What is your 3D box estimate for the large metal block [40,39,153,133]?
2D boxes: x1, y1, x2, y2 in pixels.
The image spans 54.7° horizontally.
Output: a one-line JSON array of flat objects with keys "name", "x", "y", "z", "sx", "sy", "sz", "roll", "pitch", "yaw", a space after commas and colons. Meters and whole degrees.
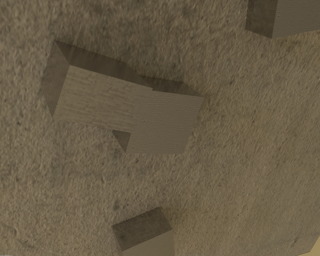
[{"name": "large metal block", "x": -0.066, "y": -0.042, "z": 0.310, "sx": 0.081, "sy": 0.080, "sz": 0.050, "roll": 11, "pitch": 113, "yaw": -34}]

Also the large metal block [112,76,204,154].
[{"name": "large metal block", "x": -0.004, "y": -0.015, "z": 0.380, "sx": 0.081, "sy": 0.050, "sz": 0.079, "roll": 4, "pitch": 117, "yaw": -31}]

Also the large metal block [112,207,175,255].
[{"name": "large metal block", "x": -0.025, "y": 0.185, "z": 0.493, "sx": 0.081, "sy": 0.050, "sz": 0.079, "roll": -18, "pitch": 126, "yaw": -19}]

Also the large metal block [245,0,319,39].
[{"name": "large metal block", "x": 0.157, "y": -0.161, "z": 0.379, "sx": 0.081, "sy": 0.050, "sz": 0.079, "roll": -16, "pitch": 125, "yaw": -20}]
